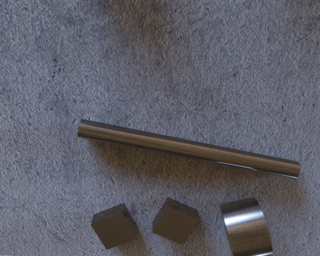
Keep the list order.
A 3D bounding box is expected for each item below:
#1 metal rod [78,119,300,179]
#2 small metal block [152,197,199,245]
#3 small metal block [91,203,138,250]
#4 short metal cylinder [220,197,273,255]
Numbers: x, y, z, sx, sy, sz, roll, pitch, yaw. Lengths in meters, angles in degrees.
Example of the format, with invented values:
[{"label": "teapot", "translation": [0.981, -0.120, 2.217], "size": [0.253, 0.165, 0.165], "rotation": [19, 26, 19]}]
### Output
[{"label": "metal rod", "translation": [0.042, 0.029, 0.421], "size": [0.302, 0.025, 0.025], "rotation": [11, 110, -5]}, {"label": "small metal block", "translation": [0.022, 0.139, 0.461], "size": [0.050, 0.025, 0.050], "rotation": [25, 108, -10]}, {"label": "small metal block", "translation": [-0.067, 0.147, 0.463], "size": [0.050, 0.025, 0.050], "rotation": [-23, 109, 7]}, {"label": "short metal cylinder", "translation": [0.119, 0.142, 0.435], "size": [0.050, 0.080, 0.080], "rotation": [-14, 110, 5]}]
